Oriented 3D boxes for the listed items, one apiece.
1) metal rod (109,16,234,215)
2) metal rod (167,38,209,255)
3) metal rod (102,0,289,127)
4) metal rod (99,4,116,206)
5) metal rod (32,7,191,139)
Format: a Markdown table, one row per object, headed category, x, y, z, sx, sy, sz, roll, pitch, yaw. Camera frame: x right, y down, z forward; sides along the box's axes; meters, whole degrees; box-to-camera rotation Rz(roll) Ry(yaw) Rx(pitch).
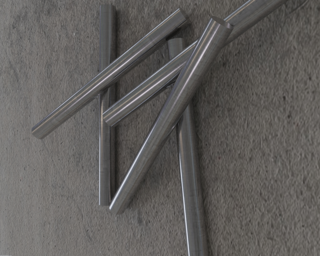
| category | x | y | z | sx | sy | sz | roll | pitch | yaw |
| --- | --- | --- | --- | --- | --- | --- | --- | --- | --- |
| metal rod | -0.002 | 0.008 | 0.378 | 0.025 | 0.025 | 0.298 | 49 | 128 | 28 |
| metal rod | 0.035 | 0.040 | 0.376 | 0.025 | 0.025 | 0.298 | -9 | 84 | 39 |
| metal rod | 0.046 | -0.086 | 0.341 | 0.299 | 0.025 | 0.025 | -34 | 69 | 26 |
| metal rod | -0.080 | -0.034 | 0.470 | 0.025 | 0.025 | 0.298 | 1 | 90 | 40 |
| metal rod | -0.084 | -0.065 | 0.443 | 0.299 | 0.025 | 0.025 | -32 | 70 | 25 |
